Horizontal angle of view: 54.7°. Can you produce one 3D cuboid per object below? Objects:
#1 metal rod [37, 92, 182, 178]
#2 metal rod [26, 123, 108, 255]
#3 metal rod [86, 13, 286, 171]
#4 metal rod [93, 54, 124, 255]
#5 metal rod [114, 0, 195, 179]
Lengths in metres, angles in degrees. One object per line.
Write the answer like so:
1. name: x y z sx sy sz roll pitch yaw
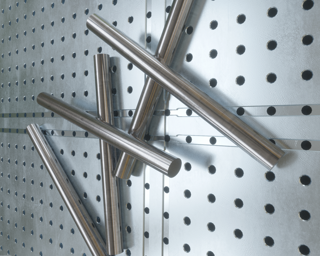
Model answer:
1. metal rod: -0.093 -0.002 0.449 0.300 0.025 0.025 24 105 37
2. metal rod: -0.168 0.103 0.544 0.300 0.025 0.025 50 119 27
3. metal rod: 0.013 -0.056 0.369 0.300 0.025 0.025 41 115 23
4. metal rod: -0.079 0.037 0.471 0.025 0.025 0.298 -8 85 39
5. metal rod: -0.005 -0.066 0.411 0.025 0.025 0.298 32 110 35
